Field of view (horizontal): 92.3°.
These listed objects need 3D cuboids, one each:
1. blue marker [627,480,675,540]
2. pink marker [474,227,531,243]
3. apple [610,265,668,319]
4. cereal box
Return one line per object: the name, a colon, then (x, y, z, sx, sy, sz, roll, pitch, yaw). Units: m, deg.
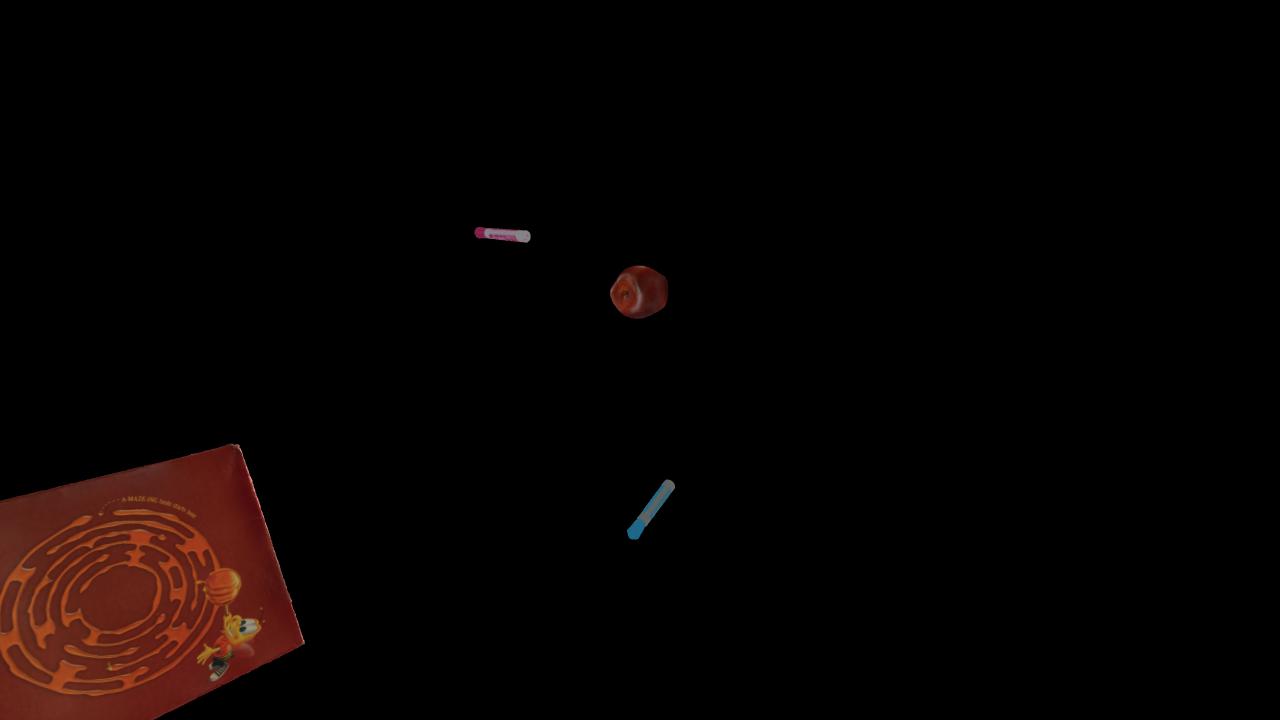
blue marker: (0.016, 0.211, 0.869, 0.020, 0.020, 0.121, 0, 25, 31)
pink marker: (-0.224, -0.202, 0.988, 0.121, 0.020, 0.020, 13, 7, 36)
apple: (0.002, -0.099, 0.903, 0.079, 0.079, 0.093, 0, 10, 34)
cereal box: (-0.458, 0.206, 0.483, 0.081, 0.203, 0.306, -27, -7, 38)
